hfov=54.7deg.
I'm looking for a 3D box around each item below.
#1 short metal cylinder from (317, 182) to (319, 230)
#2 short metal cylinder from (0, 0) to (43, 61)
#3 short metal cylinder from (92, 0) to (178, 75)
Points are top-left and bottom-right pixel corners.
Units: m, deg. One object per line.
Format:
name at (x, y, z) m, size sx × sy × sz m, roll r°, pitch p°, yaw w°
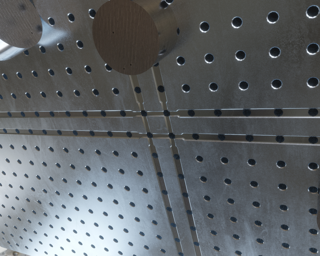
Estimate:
short metal cylinder at (0.216, 0.088, 0.336) m, size 0.080 × 0.050 × 0.079 m, roll 13°, pitch 124°, yaw 21°
short metal cylinder at (-0.203, -0.134, 0.400) m, size 0.050 × 0.080 × 0.080 m, roll -13°, pitch 112°, yaw 34°
short metal cylinder at (-0.027, -0.105, 0.344) m, size 0.080 × 0.050 × 0.079 m, roll 13°, pitch 124°, yaw 21°
